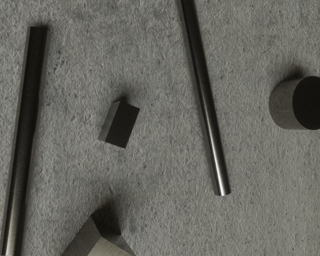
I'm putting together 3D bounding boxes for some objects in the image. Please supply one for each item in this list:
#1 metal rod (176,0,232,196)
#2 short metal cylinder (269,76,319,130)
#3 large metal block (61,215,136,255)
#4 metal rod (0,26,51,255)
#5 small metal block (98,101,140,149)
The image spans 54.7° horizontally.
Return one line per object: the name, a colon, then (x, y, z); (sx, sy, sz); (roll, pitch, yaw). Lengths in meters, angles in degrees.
metal rod: (0.060, -0.053, 0.432); (0.025, 0.025, 0.298); (-13, 95, -20)
short metal cylinder: (0.218, -0.037, 0.478); (0.081, 0.050, 0.079); (0, 90, -21)
large metal block: (-0.078, 0.157, 0.352); (0.050, 0.080, 0.080); (39, 77, -16)
metal rod: (-0.156, 0.036, 0.351); (0.025, 0.025, 0.298); (7, 88, -20)
small metal block: (-0.051, -0.004, 0.378); (0.025, 0.050, 0.050); (22, 83, -19)
